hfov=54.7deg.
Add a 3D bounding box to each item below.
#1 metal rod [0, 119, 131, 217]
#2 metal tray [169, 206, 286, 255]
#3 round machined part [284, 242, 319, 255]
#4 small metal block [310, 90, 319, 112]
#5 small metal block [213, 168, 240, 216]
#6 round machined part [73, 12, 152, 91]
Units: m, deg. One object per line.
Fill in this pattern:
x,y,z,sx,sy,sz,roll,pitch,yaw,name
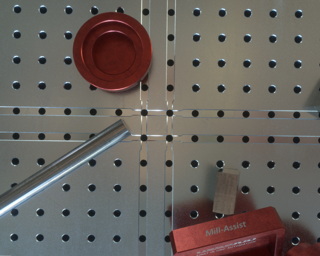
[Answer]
-0.172,0.078,0.411,0.301,0.025,0.025,-32,90,0,metal rod
0.084,0.149,0.386,0.131,0.030,0.090,-14,130,0,metal tray
0.188,0.187,0.393,0.099,0.042,0.097,-8,108,-23,round machined part
0.242,-0.038,0.415,0.050,0.025,0.050,30,90,0,small metal block
0.087,0.080,0.399,0.025,0.050,0.050,7,90,17,small metal block
-0.059,-0.096,0.404,0.099,0.042,0.097,0,90,0,round machined part
